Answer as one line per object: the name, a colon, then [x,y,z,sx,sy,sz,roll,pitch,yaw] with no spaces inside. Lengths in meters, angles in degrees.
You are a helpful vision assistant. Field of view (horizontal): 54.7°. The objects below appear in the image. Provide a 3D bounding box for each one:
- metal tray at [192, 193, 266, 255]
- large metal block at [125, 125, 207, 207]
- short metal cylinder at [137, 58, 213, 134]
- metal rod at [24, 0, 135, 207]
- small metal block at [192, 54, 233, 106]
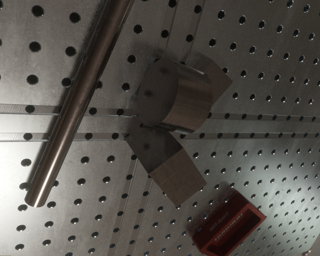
metal tray: [0.137,0.197,0.607,0.130,0.030,0.090,-46,130,4]
large metal block: [0.007,0.044,0.408,0.050,0.080,0.080,-37,130,-4]
short metal cylinder: [0.016,-0.036,0.364,0.050,0.080,0.079,13,112,-34]
metal rod: [-0.088,-0.037,0.341,0.025,0.025,0.298,16,110,-35]
small metal block: [0.060,-0.060,0.409,0.050,0.025,0.050,-50,129,7]
